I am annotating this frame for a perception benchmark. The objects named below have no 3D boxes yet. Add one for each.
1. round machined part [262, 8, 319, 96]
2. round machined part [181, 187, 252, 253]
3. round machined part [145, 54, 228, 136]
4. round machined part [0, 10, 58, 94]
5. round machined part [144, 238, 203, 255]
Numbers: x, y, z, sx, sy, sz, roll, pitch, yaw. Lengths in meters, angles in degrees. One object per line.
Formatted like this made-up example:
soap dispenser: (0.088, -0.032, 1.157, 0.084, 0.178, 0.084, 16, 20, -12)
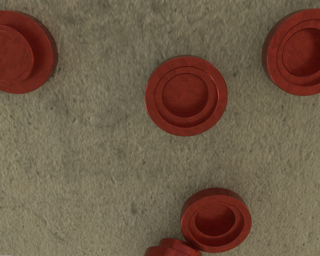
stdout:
round machined part: (0.170, -0.091, 0.370, 0.099, 0.042, 0.097, 0, 110, -1)
round machined part: (0.078, 0.128, 0.449, 0.099, 0.042, 0.097, 0, 110, -1)
round machined part: (0.031, -0.042, 0.386, 0.099, 0.042, 0.097, 0, 110, -1)
round machined part: (-0.177, -0.087, 0.366, 0.099, 0.042, 0.097, 0, 110, -1)
round machined part: (0.025, 0.199, 0.459, 0.098, 0.042, 0.097, 14, 140, 13)
